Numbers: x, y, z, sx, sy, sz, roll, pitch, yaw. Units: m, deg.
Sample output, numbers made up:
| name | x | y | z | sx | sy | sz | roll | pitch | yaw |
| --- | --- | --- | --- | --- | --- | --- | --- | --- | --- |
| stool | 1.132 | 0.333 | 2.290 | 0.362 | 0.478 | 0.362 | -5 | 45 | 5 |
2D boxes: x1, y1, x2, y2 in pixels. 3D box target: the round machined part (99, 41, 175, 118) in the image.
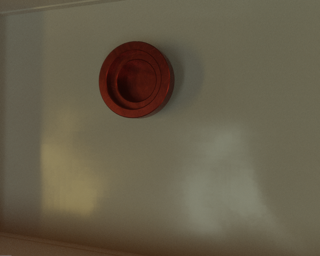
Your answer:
| name | x | y | z | sx | sy | sz | roll | pitch | yaw |
| --- | --- | --- | --- | --- | --- | --- | --- | --- | --- |
| round machined part | -0.027 | -0.061 | 0.410 | 0.098 | 0.042 | 0.097 | 0 | 90 | 19 |
